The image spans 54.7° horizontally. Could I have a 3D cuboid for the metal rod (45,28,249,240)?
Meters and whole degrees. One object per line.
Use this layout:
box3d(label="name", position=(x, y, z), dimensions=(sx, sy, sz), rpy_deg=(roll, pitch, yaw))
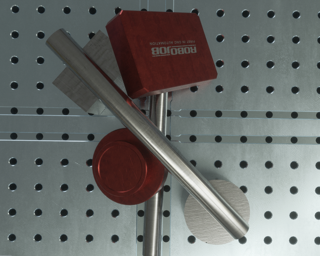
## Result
box3d(label="metal rod", position=(-0.007, 0.013, 0.343), dimensions=(0.025, 0.025, 0.300), rpy_deg=(-43, 98, 0))

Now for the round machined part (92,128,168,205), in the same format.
box3d(label="round machined part", position=(-0.042, 0.049, 0.389), dimensions=(0.098, 0.042, 0.097), rpy_deg=(0, 90, 17))

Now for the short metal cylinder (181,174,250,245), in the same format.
box3d(label="short metal cylinder", position=(0.070, 0.103, 0.402), dimensions=(0.081, 0.050, 0.079), rpy_deg=(0, 90, -1))

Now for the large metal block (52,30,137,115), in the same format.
box3d(label="large metal block", position=(-0.075, -0.064, 0.386), dimensions=(0.050, 0.080, 0.080), rpy_deg=(41, 90, -1))

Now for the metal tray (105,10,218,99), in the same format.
box3d(label="metal tray", position=(0.008, -0.090, 0.372), dimensions=(0.131, 0.030, 0.090), rpy_deg=(-18, 90, -42))

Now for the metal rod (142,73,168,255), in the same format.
box3d(label="metal rod", position=(-0.005, 0.020, 0.413), dimensions=(0.025, 0.025, 0.298), rpy_deg=(2, 90, -1))
